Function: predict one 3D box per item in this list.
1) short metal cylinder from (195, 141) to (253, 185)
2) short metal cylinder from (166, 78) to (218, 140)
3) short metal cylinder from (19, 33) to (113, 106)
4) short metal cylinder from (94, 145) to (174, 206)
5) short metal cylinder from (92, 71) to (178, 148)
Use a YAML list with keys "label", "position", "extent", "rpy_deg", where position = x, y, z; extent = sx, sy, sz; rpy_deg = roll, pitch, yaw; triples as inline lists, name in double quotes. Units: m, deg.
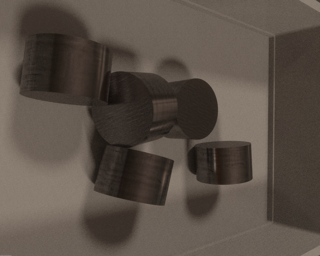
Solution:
- label: "short metal cylinder"
  position: [0.092, 0.048, 0.451]
  extent: [0.081, 0.080, 0.050]
  rpy_deg: [-6, 95, -40]
- label: "short metal cylinder"
  position: [0.033, -0.025, 0.420]
  extent: [0.081, 0.050, 0.079]
  rpy_deg: [0, 90, -40]
- label: "short metal cylinder"
  position: [-0.088, -0.052, 0.298]
  extent: [0.081, 0.080, 0.050]
  rpy_deg: [8, 85, -40]
- label: "short metal cylinder"
  position: [-0.029, 0.053, 0.348]
  extent: [0.080, 0.080, 0.050]
  rpy_deg: [20, 78, -39]
- label: "short metal cylinder"
  position: [-0.028, -0.021, 0.342]
  extent: [0.050, 0.080, 0.079]
  rpy_deg: [-13, 99, -58]
